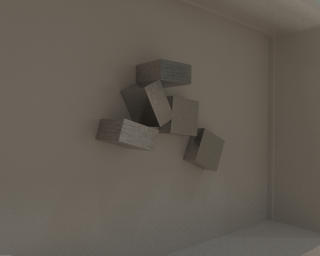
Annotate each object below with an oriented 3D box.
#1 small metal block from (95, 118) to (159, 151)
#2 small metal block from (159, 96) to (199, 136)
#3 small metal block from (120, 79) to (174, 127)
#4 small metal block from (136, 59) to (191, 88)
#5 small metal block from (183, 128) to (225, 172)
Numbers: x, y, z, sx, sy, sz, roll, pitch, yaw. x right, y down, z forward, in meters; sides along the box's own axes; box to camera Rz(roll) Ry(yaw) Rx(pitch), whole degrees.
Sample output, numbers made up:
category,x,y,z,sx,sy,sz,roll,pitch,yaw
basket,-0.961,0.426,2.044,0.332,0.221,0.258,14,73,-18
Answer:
category,x,y,z,sx,sy,sz,roll,pitch,yaw
small metal block,-0.038,0.008,0.360,0.050,0.050,0.025,20,78,-39
small metal block,0.027,-0.015,0.431,0.050,0.025,0.050,7,86,-40
small metal block,-0.016,-0.029,0.378,0.025,0.050,0.050,-35,112,-35
small metal block,0.004,-0.068,0.396,0.050,0.050,0.025,1,90,-40
small metal block,0.067,0.033,0.465,0.050,0.025,0.050,29,72,-37
